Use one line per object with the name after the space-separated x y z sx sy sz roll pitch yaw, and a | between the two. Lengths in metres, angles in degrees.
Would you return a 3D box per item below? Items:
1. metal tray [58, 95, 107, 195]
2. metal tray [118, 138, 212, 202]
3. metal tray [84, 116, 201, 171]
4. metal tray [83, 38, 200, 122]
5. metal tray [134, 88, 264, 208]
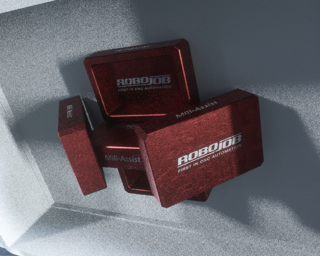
-0.105 0.017 0.414 0.030 0.130 0.089 -18 115 -9 | metal tray
0.002 0.053 0.433 0.130 0.030 0.089 0 119 27 | metal tray
-0.025 0.013 0.386 0.130 0.090 0.030 0 118 27 | metal tray
-0.022 -0.054 0.381 0.130 0.030 0.089 -1 119 27 | metal tray
0.047 0.020 0.335 0.030 0.131 0.089 -139 32 -60 | metal tray
